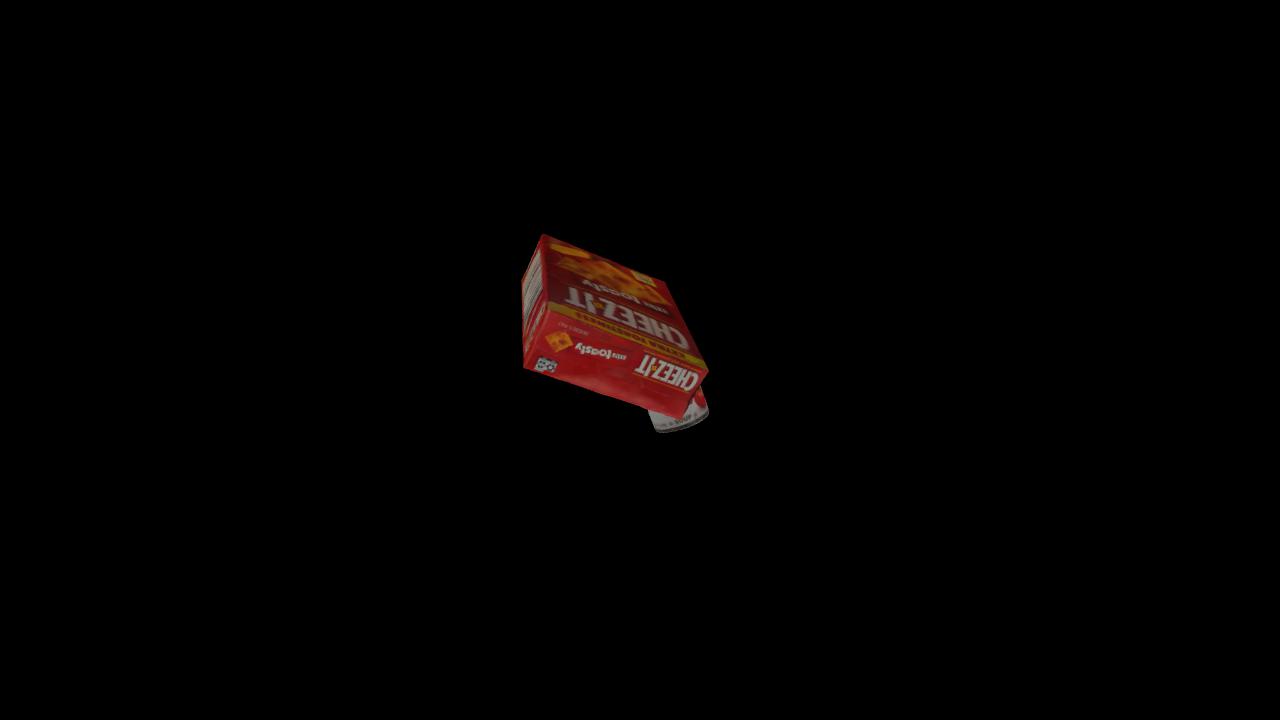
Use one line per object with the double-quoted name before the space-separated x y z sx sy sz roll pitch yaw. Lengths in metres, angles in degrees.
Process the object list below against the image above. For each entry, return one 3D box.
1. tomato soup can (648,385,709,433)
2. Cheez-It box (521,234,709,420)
"tomato soup can" 0.031 0.024 0.691 0.068 0.101 0.068 -19 10 3
"Cheez-It box" -0.037 -0.043 0.647 0.166 0.071 0.223 19 24 -19
